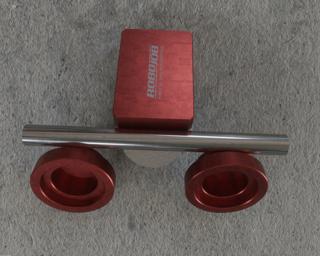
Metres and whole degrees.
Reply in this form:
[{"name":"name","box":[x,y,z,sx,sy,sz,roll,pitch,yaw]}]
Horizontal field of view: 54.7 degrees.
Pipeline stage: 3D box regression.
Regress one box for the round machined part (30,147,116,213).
[{"name":"round machined part","box":[-0.104,0.059,0.385,0.099,0.042,0.097,-1,129,-1]}]

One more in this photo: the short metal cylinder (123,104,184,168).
[{"name":"short metal cylinder","box":[-0.009,0.008,0.399,0.081,0.050,0.079,0,90,-1]}]

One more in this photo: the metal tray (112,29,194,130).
[{"name":"metal tray","box":[-0.006,-0.062,0.381,0.091,0.030,0.130,2,64,-1]}]

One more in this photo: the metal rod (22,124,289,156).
[{"name":"metal rod","box":[-0.004,0.014,0.362,0.302,0.025,0.025,2,90,-1]}]

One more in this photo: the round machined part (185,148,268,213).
[{"name":"round machined part","box":[0.080,0.061,0.386,0.099,0.042,0.097,0,133,0]}]
